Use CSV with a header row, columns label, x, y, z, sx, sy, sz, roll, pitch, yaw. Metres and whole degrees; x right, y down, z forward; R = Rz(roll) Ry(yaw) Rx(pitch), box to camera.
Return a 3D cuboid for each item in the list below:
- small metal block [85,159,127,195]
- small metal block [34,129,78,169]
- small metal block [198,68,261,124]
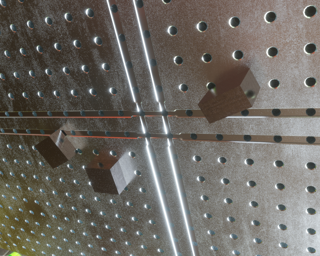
label,x,y,z,sx,sy,sz,roll,pitch,yaw
small metal block,-0.088,0.079,0.504,0.050,0.025,0.050,0,119,28
small metal block,-0.175,0.036,0.523,0.050,0.025,0.050,-27,104,37
small metal block,0.075,-0.035,0.333,0.050,0.050,0.025,-24,106,36
